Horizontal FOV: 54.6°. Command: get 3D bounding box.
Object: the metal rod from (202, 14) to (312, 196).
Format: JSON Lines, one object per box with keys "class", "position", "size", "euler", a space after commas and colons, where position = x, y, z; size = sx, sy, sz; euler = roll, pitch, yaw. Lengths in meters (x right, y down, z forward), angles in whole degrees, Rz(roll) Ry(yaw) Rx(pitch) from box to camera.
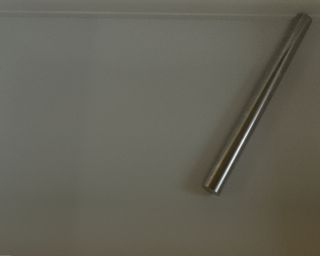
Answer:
{"class": "metal rod", "position": [0.140, -0.043, 0.426], "size": [0.025, 0.025, 0.300], "euler": [30, 73, 10]}
